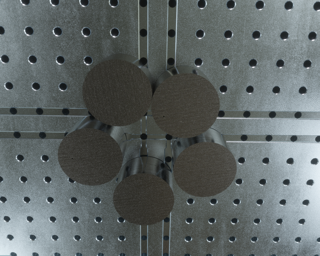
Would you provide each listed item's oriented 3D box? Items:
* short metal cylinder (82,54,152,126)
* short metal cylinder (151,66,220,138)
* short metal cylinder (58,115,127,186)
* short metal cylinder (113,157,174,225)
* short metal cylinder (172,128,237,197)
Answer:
[{"bbox_3d":[-0.049,-0.048,0.381,0.081,0.050,0.079,0,110,-1],"label":"short metal cylinder"},{"bbox_3d":[0.030,-0.034,0.387,0.081,0.050,0.079,0,110,0],"label":"short metal cylinder"},{"bbox_3d":[-0.087,0.029,0.409,0.081,0.050,0.079,0,111,0],"label":"short metal cylinder"},{"bbox_3d":[-0.021,0.086,0.430,0.081,0.050,0.079,0,110,0],"label":"short metal cylinder"},{"bbox_3d":[0.057,0.045,0.416,0.081,0.050,0.079,0,112,0],"label":"short metal cylinder"}]
